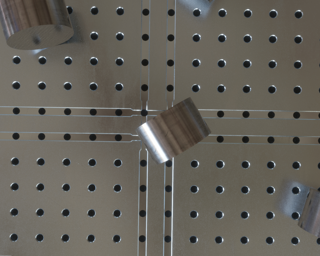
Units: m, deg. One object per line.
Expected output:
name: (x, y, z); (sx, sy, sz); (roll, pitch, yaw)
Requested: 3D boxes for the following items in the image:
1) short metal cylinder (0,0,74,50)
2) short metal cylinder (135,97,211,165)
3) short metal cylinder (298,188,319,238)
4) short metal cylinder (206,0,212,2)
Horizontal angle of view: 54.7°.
short metal cylinder: (-0.154, -0.135, 0.384); (0.080, 0.080, 0.050); (-16, 90, 0)
short metal cylinder: (0.016, 0.003, 0.386); (0.080, 0.080, 0.050); (-31, 90, 0)
short metal cylinder: (0.222, 0.113, 0.388); (0.080, 0.080, 0.050); (18, 90, 0)
short metal cylinder: (0.066, -0.207, 0.386); (0.050, 0.080, 0.080); (37, 90, 0)
